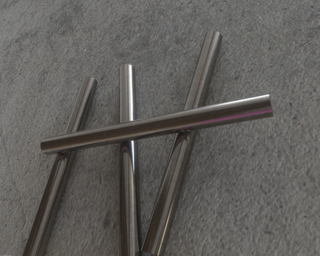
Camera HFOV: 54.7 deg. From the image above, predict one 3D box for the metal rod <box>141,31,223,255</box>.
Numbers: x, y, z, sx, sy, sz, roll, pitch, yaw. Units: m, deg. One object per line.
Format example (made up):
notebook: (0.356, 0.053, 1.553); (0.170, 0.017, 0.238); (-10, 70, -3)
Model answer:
metal rod: (0.034, 0.001, 0.384); (0.025, 0.025, 0.300); (4, 63, 30)

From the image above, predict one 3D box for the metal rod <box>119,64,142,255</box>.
metal rod: (-0.041, 0.034, 0.402); (0.025, 0.025, 0.299); (-17, 55, 18)

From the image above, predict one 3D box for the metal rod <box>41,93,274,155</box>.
metal rod: (-0.021, 0.001, 0.379); (0.301, 0.025, 0.025); (-10, 57, 22)

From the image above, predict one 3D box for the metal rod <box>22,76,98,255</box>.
metal rod: (-0.139, 0.054, 0.441); (0.025, 0.025, 0.299); (-4, 60, 26)
